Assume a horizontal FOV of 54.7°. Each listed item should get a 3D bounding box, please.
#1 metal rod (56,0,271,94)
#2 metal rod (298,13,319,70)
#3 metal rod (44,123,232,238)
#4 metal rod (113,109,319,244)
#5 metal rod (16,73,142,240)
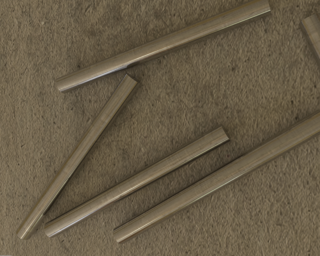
[{"bbox_3d":[-0.009,-0.104,0.412,0.300,0.025,0.025,-17,85,19],"label":"metal rod"},{"bbox_3d":[0.223,0.015,0.329,0.025,0.025,0.299,-24,82,18],"label":"metal rod"},{"bbox_3d":[-0.042,0.079,0.423,0.300,0.025,0.025,-31,80,17],"label":"metal rod"},{"bbox_3d":[0.063,0.069,0.386,0.300,0.025,0.025,-34,79,16],"label":"metal rod"},{"bbox_3d":[-0.124,0.049,0.452,0.025,0.025,0.299,41,103,15],"label":"metal rod"}]
